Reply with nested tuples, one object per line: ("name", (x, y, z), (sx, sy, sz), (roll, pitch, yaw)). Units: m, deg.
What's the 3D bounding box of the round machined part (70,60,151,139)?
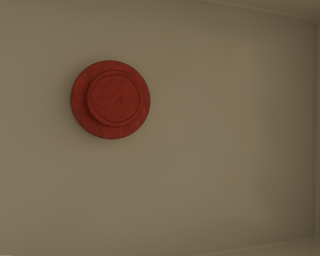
("round machined part", (-0.058, -0.035, 0.381), (0.099, 0.042, 0.097), (0, 90, -21))
